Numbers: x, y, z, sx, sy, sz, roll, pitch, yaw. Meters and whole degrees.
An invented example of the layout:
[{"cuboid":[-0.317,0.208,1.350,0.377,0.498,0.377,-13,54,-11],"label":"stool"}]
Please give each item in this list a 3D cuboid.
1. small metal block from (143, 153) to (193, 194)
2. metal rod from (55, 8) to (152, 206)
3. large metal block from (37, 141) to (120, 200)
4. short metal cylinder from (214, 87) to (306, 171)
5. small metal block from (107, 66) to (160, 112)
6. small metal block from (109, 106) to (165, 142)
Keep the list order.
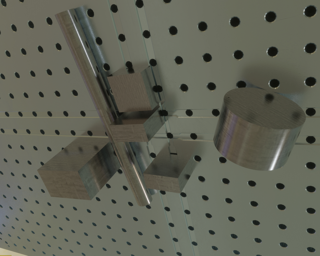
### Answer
[{"cuboid":[0.012,0.061,0.425,0.050,0.050,0.025,4,120,26],"label":"small metal block"},{"cuboid":[-0.071,-0.014,0.438,0.025,0.025,0.298,-6,116,30],"label":"metal rod"},{"cuboid":[-0.122,0.063,0.477,0.080,0.080,0.050,-3,117,29],"label":"large metal block"},{"cuboid":[0.101,-0.001,0.321,0.080,0.080,0.050,19,126,16],"label":"short metal cylinder"},{"cuboid":[-0.033,-0.049,0.397,0.050,0.025,0.050,-2,118,29],"label":"small metal block"},{"cuboid":[-0.029,-0.005,0.406,0.050,0.050,0.025,-2,118,28],"label":"small metal block"}]
